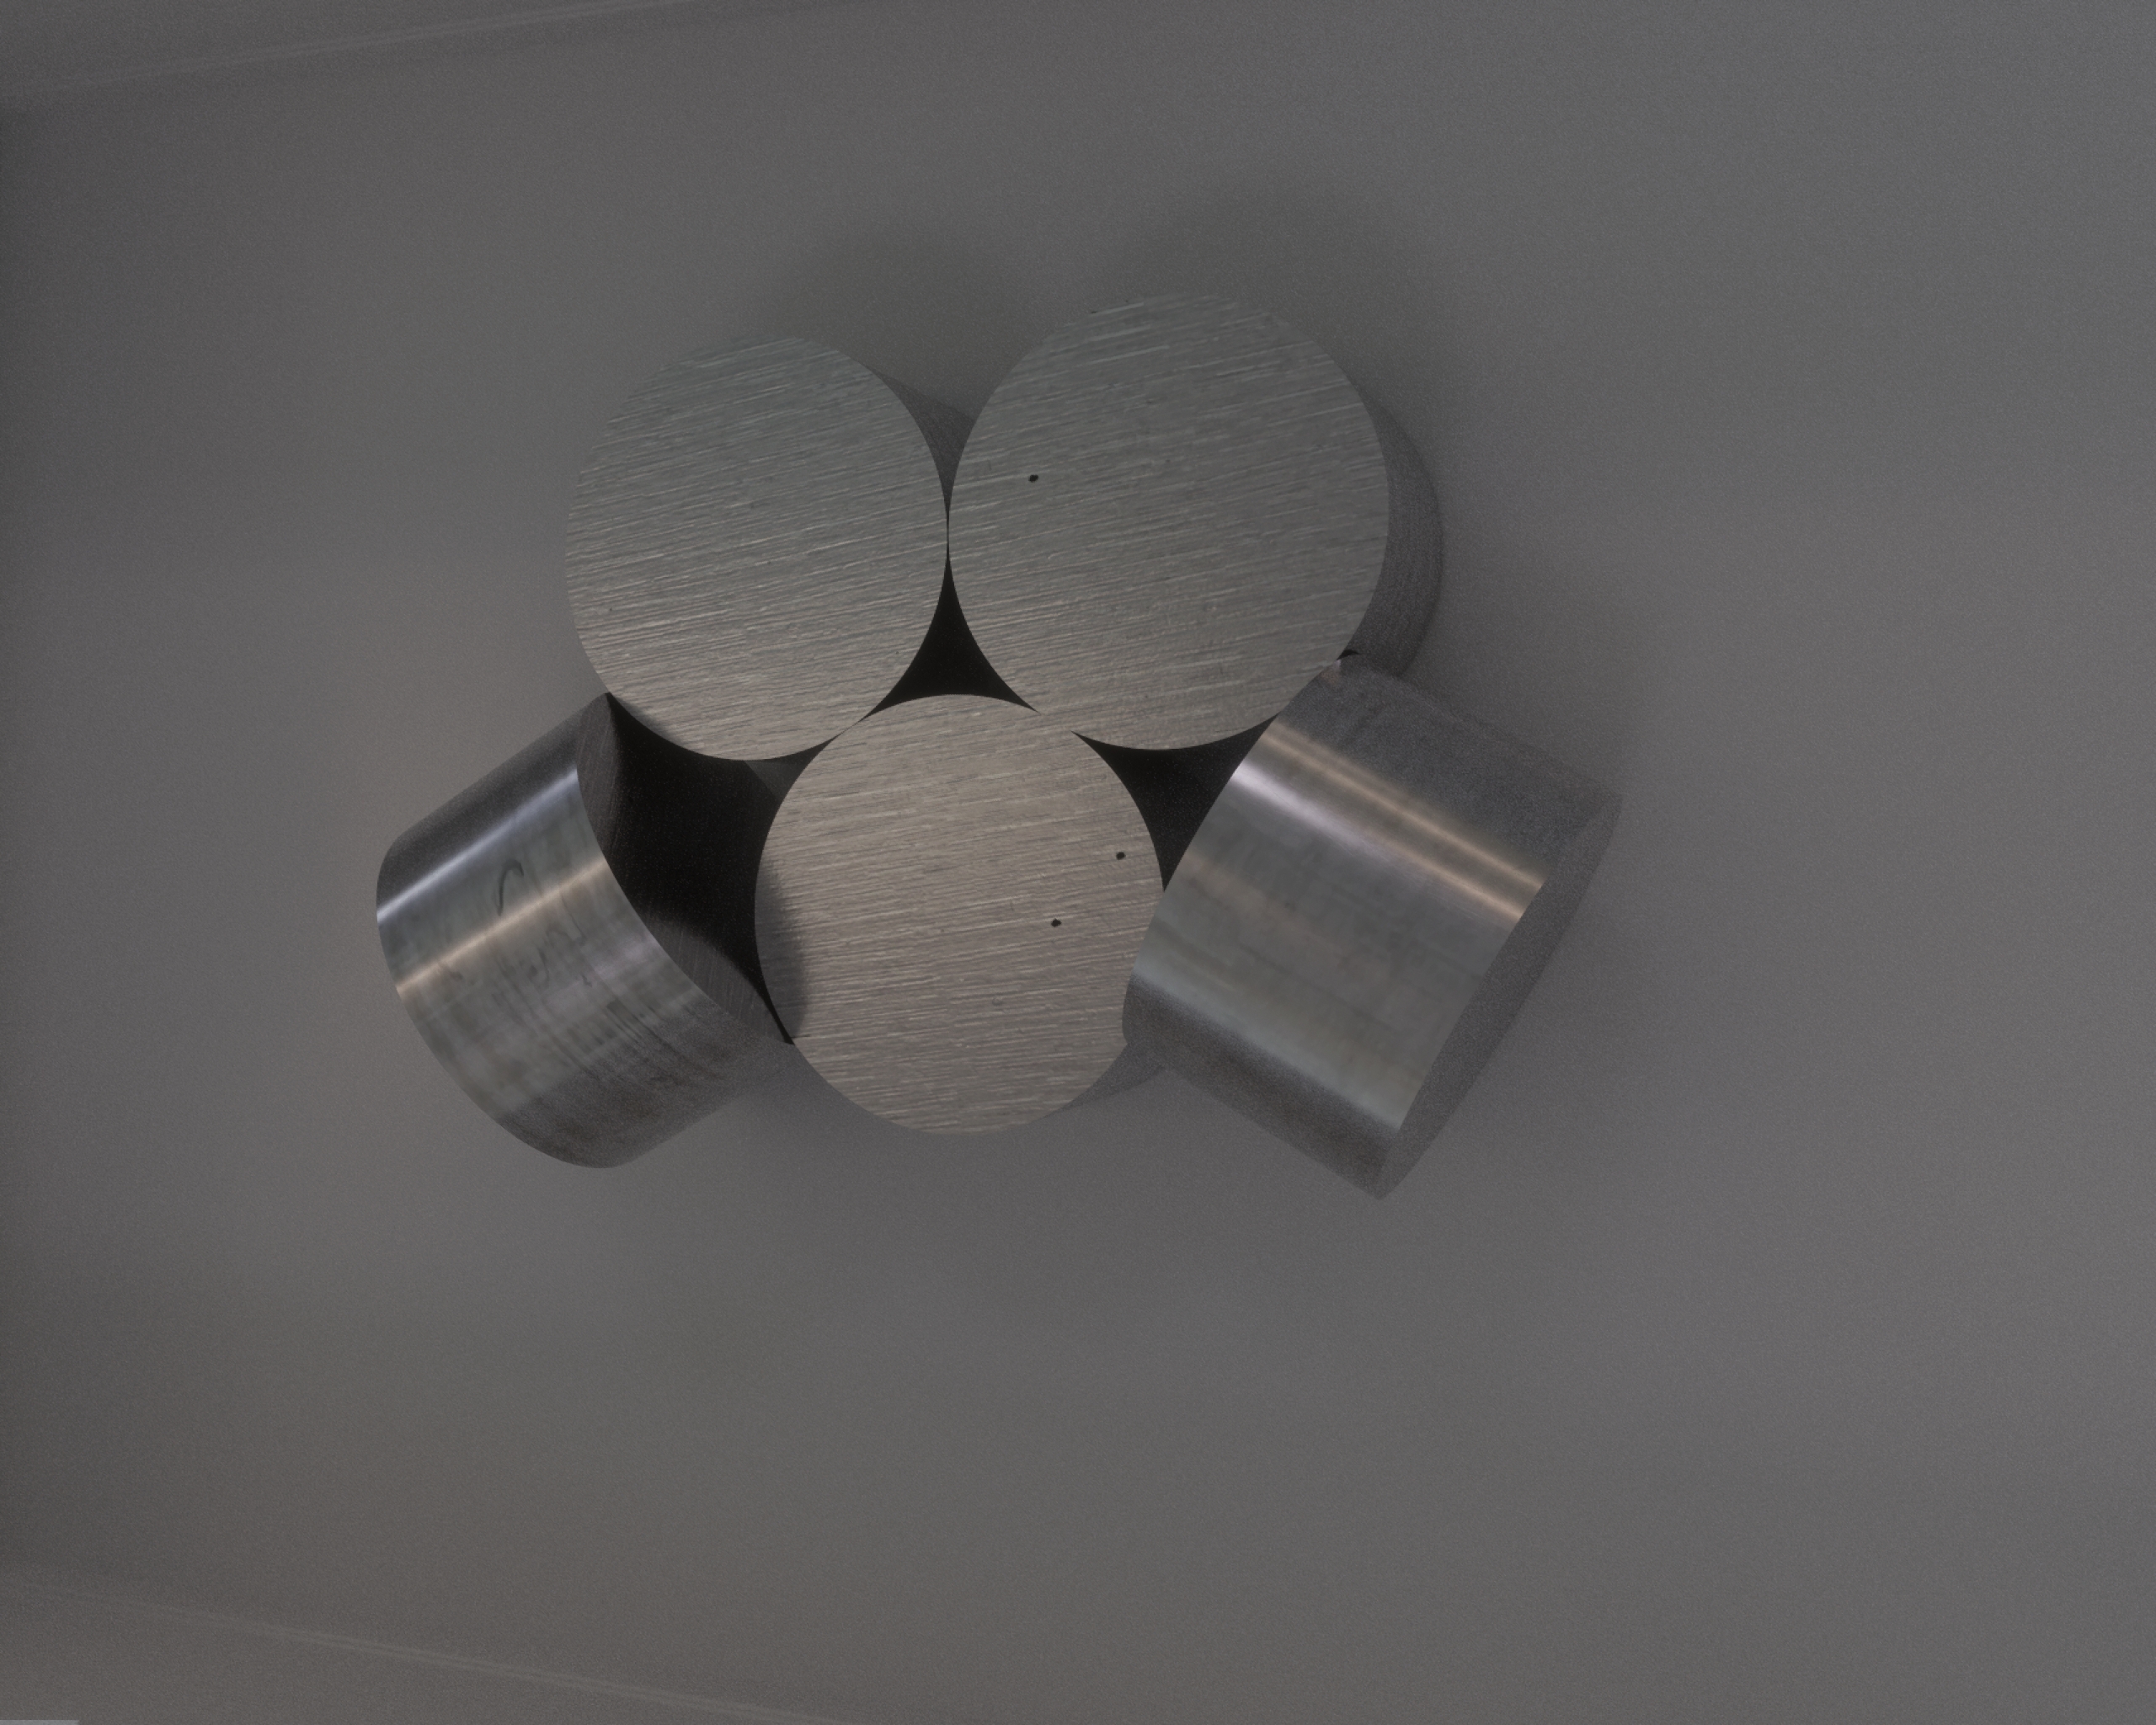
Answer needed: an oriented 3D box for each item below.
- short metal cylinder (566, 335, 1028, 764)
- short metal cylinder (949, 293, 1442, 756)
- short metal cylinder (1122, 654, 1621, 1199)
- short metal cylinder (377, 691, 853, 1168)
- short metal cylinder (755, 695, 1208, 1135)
[{"bbox_3d":[-0.053,-0.059,0.414,0.080,0.050,0.080,0,90,20],"label":"short metal cylinder"},{"bbox_3d":[0.023,-0.060,0.387,0.080,0.050,0.080,0,90,20],"label":"short metal cylinder"},{"bbox_3d":[0.051,0.011,0.361,0.050,0.080,0.080,31,100,17],"label":"short metal cylinder"},{"bbox_3d":[-0.089,0.013,0.411,0.050,0.080,0.080,-32,80,17],"label":"short metal cylinder"},{"bbox_3d":[-0.014,0.009,0.400,0.080,0.050,0.080,0,90,20],"label":"short metal cylinder"}]
